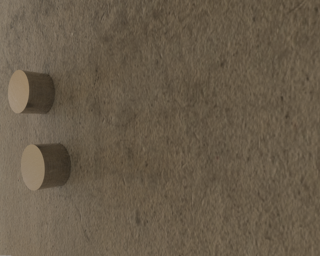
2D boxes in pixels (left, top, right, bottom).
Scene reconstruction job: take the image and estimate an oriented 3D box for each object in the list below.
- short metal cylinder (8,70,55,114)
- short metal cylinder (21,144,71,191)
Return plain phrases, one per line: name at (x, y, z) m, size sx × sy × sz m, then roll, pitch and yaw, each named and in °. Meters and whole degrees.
short metal cylinder at (-0.244, -0.067, 0.586) m, size 0.080 × 0.050 × 0.079 m, roll 0°, pitch 90°, yaw 39°
short metal cylinder at (-0.205, 0.068, 0.554) m, size 0.080 × 0.050 × 0.079 m, roll 0°, pitch 90°, yaw 39°
